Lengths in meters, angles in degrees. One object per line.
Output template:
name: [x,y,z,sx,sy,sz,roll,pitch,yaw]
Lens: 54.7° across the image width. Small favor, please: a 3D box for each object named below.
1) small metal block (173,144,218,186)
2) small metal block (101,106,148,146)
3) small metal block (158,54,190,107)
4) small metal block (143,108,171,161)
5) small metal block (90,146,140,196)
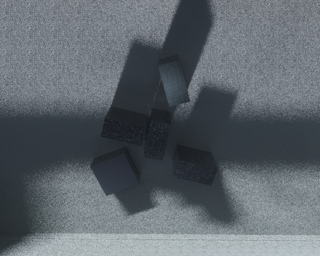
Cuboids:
small metal block: [0.045,0.049,0.416,0.050,0.050,0.025,14,110,-5]
small metal block: [-0.044,-0.004,0.396,0.050,0.050,0.025,13,110,-5]
small metal block: [0.016,-0.059,0.376,0.025,0.050,0.050,-15,110,5]
small metal block: [-0.004,0.007,0.400,0.025,0.050,0.050,11,110,-4]
small metal block: [-0.061,0.060,0.433,0.050,0.025,0.050,-21,109,7]
